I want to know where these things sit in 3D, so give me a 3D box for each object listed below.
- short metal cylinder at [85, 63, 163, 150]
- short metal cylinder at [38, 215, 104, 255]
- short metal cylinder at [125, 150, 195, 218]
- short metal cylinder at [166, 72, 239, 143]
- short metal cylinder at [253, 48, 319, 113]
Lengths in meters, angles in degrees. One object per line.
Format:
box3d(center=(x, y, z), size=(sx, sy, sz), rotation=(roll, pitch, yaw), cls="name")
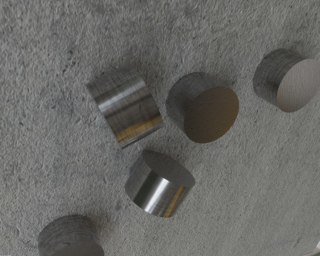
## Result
box3d(center=(-0.039, -0.023, 0.336), size=(0.050, 0.080, 0.080), rotation=(-30, 129, -9), cls="short metal cylinder")
box3d(center=(-0.123, 0.167, 0.427), size=(0.081, 0.050, 0.079), rotation=(-14, 124, -21), cls="short metal cylinder")
box3d(center=(0.000, 0.074, 0.417), size=(0.080, 0.080, 0.050), rotation=(19, 108, -36), cls="short metal cylinder")
box3d(center=(0.054, -0.027, 0.404), size=(0.081, 0.050, 0.079), rotation=(-14, 124, -21), cls="short metal cylinder")
box3d(center=(0.183, -0.069, 0.448), size=(0.081, 0.050, 0.079), rotation=(-14, 124, -21), cls="short metal cylinder")
